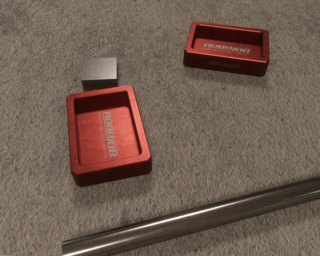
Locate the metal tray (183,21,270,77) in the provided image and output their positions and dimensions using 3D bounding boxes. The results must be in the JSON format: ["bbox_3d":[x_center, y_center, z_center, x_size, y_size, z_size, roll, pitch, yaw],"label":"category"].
[{"bbox_3d":[0.110,-0.133,0.512,0.131,0.030,0.090,9,51,7],"label":"metal tray"}]

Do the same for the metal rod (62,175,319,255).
[{"bbox_3d":[0.054,0.092,0.326,0.302,0.025,0.025,-12,51,-10],"label":"metal rod"}]

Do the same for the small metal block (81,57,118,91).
[{"bbox_3d":[-0.090,-0.081,0.470,0.050,0.025,0.050,-4,50,-4],"label":"small metal block"}]

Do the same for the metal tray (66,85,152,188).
[{"bbox_3d":[-0.067,0.005,0.394,0.091,0.030,0.130,-10,51,-9],"label":"metal tray"}]
